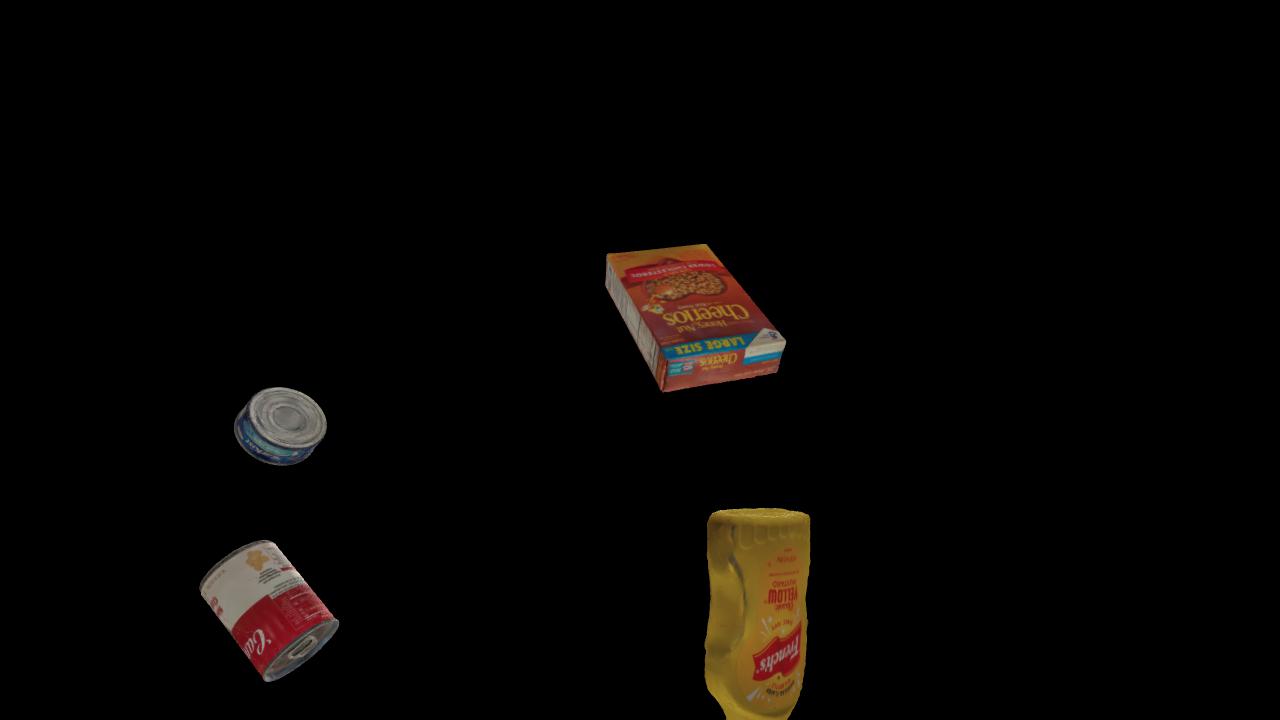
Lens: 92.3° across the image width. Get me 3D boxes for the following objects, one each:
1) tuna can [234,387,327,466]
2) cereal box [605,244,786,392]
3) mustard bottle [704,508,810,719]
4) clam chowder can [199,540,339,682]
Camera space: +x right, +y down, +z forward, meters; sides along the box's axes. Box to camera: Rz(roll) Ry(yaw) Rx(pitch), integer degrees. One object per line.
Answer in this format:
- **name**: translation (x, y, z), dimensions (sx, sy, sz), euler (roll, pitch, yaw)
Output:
- **tuna can**: translation (-0.389, 0.071, 0.671), dimensions (0.034, 0.084, 0.084), euler (-41, -19, 24)
- **cereal box**: translation (0.080, -0.083, 1.034), dimensions (0.203, 0.081, 0.306), euler (-9, 41, -18)
- **mustard bottle**: translation (0.086, 0.205, 0.454), dimensions (0.092, 0.184, 0.054), euler (9, -9, -43)
- **clam chowder can**: translation (-0.328, 0.219, 0.545), dimensions (0.102, 0.068, 0.068), euler (43, 13, 14)
